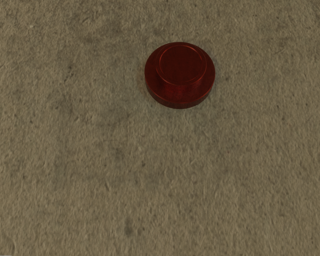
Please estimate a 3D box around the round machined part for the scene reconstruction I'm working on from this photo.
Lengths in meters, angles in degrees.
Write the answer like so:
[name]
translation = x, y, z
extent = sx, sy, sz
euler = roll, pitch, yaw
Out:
[round machined part]
translation = 0.028, -0.079, 0.428
extent = 0.099, 0.042, 0.098
euler = 0, 70, -1
